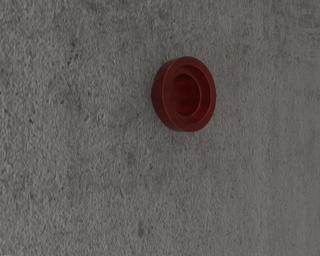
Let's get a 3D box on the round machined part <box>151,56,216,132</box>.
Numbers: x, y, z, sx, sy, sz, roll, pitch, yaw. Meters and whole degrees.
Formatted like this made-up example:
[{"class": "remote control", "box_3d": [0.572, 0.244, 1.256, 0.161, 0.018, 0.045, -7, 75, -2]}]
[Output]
[{"class": "round machined part", "box_3d": [0.028, -0.043, 0.415, 0.099, 0.042, 0.097, 0, 90, -40]}]
